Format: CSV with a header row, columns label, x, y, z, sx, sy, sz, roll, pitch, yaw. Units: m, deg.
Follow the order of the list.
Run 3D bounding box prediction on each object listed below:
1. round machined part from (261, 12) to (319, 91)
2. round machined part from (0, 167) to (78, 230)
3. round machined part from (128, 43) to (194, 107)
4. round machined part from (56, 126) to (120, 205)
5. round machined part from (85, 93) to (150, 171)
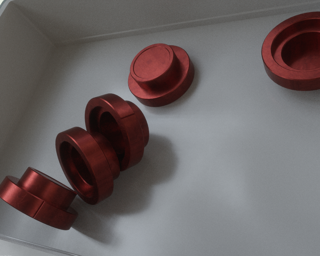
label,x,y,z,sx,sy,sz,roll,pitch,yaw
round machined part,0.171,-0.082,0.356,0.098,0.042,0.098,-13,56,20
round machined part,-0.143,0.082,0.381,0.098,0.098,0.042,20,72,35
round machined part,-0.004,-0.083,0.446,0.098,0.042,0.098,-13,56,20
round machined part,-0.087,0.043,0.389,0.042,0.097,0.098,-27,42,-36
round machined part,-0.051,0.003,0.395,0.042,0.097,0.098,-24,40,-37
